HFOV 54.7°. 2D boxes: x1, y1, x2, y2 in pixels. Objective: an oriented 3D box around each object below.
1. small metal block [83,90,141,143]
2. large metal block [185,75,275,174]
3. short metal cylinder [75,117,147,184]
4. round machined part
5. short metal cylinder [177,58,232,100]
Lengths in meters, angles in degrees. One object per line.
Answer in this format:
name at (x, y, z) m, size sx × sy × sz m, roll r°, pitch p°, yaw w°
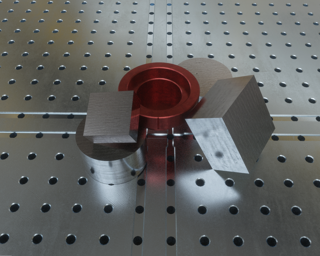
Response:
small metal block at (-0.051, -0.011, 0.335) m, size 0.050 × 0.025 × 0.050 m, roll -2°, pitch 68°, yaw 14°
large metal block at (0.086, -0.005, 0.368) m, size 0.050 × 0.080 × 0.080 m, roll 0°, pitch 39°, yaw 47°
short metal cylinder at (-0.056, 0.020, 0.373) m, size 0.081 × 0.050 × 0.080 m, roll 0°, pitch 50°, yaw 0°
round machined part at (-0.001, -0.035, 0.388) m, size 0.099 × 0.042 × 0.098 m, roll 0°, pitch 50°, yaw 0°
short metal cylinder at (0.057, -0.054, 0.437) m, size 0.081 × 0.050 × 0.080 m, roll 0°, pitch 50°, yaw 0°
